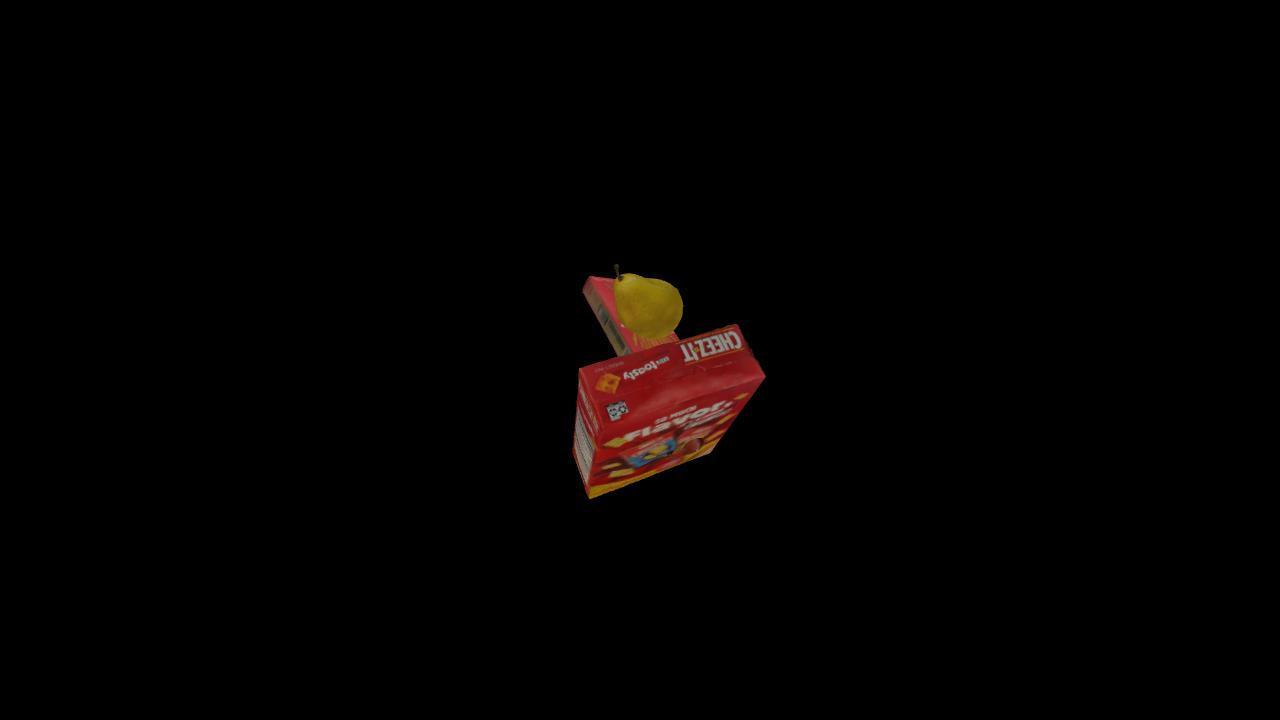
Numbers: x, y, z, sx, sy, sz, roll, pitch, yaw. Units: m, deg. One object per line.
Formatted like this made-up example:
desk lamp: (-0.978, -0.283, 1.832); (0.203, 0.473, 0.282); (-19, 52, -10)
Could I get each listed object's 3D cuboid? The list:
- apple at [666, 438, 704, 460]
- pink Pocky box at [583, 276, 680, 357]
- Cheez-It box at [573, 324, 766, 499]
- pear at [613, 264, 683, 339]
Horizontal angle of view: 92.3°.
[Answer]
apple: (0.032, 0.067, 0.685); (0.079, 0.093, 0.079); (-3, -42, -2)
pink Pocky box: (-0.005, -0.042, 0.750); (0.084, 0.029, 0.155); (2, 43, -35)
Cheez-It box: (0.017, 0.062, 0.652); (0.166, 0.071, 0.223); (-17, -24, -16)
pear: (-0.004, -0.068, 0.712); (0.080, 0.080, 0.111); (0, -24, 47)
